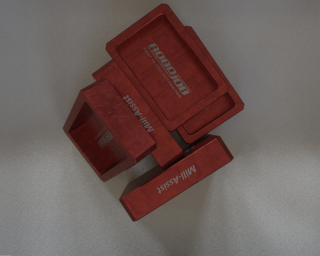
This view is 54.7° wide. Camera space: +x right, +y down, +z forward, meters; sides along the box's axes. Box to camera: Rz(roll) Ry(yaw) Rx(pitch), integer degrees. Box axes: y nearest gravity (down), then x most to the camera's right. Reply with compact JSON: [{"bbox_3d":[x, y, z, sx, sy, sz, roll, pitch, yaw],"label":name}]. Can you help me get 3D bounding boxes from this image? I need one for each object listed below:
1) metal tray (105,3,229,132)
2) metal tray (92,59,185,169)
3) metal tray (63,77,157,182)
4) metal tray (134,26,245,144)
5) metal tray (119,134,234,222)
[{"bbox_3d":[0.008,-0.071,0.377,0.090,0.030,0.130,-36,90,0],"label":"metal tray"},{"bbox_3d":[-0.024,-0.015,0.376,0.030,0.090,0.130,-37,90,0],"label":"metal tray"},{"bbox_3d":[-0.065,0.010,0.358,0.030,0.129,0.090,-37,91,-31],"label":"metal tray"},{"bbox_3d":[0.037,-0.055,0.409,0.090,0.030,0.130,-34,89,1],"label":"metal tray"},{"bbox_3d":[0.018,0.055,0.378,0.130,0.090,0.030,-32,90,0],"label":"metal tray"}]
